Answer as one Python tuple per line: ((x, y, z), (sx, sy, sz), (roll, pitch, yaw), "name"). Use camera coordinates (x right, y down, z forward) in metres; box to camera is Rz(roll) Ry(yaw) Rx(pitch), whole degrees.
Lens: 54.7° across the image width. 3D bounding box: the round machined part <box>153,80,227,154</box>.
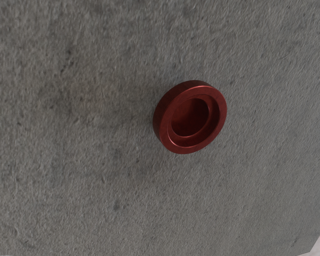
((0.035, -0.018, 0.406), (0.099, 0.042, 0.097), (-14, 125, -21), "round machined part")
